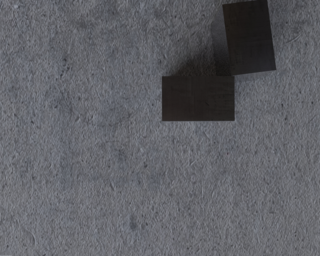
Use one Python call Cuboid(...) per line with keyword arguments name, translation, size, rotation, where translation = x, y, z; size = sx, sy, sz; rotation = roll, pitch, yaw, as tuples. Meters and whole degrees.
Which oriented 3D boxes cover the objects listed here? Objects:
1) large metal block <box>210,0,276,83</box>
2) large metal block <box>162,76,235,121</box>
Cuboid(name="large metal block", translation=(0.099, -0.101, 0.383), size=(0.050, 0.080, 0.080), rotation=(-7, 90, 0))
Cuboid(name="large metal block", translation=(0.043, -0.033, 0.383), size=(0.081, 0.080, 0.050), rotation=(0, 90, 0))
